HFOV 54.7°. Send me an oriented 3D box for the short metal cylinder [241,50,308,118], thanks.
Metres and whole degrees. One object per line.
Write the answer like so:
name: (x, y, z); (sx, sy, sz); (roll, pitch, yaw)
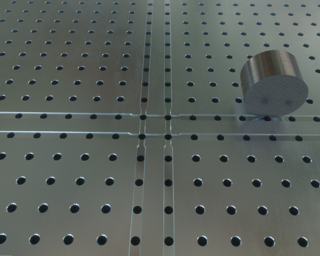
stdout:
short metal cylinder: (0.154, -0.059, 0.423); (0.080, 0.080, 0.050); (3, 50, 2)
